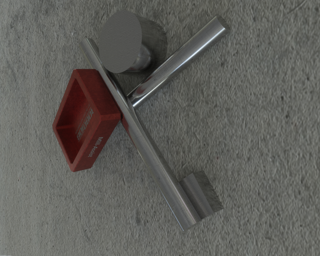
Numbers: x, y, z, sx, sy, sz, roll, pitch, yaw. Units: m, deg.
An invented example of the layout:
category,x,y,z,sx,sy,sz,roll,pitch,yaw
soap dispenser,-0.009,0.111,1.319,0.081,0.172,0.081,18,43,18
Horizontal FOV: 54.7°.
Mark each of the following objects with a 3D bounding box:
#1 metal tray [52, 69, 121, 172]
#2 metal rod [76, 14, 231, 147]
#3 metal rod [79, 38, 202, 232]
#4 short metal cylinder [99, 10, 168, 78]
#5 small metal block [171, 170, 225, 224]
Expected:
category,x,y,z,sx,sy,sz,roll,pitch,yaw
metal tray,-0.110,-0.009,0.441,0.090,0.030,0.129,58,135,24
metal rod,-0.029,-0.044,0.429,0.299,0.025,0.025,-36,68,33
metal rod,-0.037,-0.008,0.403,0.025,0.025,0.299,-46,63,30
short metal cylinder,-0.037,-0.111,0.417,0.080,0.050,0.079,0,90,39
small metal block,0.040,0.086,0.371,0.050,0.025,0.050,-41,66,32
